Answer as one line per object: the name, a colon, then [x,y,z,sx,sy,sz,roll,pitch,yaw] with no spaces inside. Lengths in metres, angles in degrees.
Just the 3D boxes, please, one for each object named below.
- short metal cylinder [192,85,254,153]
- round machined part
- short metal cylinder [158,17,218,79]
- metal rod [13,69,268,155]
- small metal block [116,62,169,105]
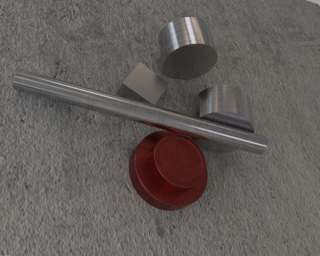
short metal cylinder: [0.083,-0.011,0.416,0.080,0.080,0.050,23,46,-15]
round machined part: [0.016,0.046,0.373,0.099,0.042,0.098,13,56,-21]
short metal cylinder: [0.040,-0.117,0.461,0.081,0.080,0.050,4,60,-26]
metal rod: [-0.016,-0.016,0.370,0.302,0.025,0.025,15,55,-7]
small metal block: [-0.023,-0.054,0.425,0.050,0.025,0.050,35,51,-5]
